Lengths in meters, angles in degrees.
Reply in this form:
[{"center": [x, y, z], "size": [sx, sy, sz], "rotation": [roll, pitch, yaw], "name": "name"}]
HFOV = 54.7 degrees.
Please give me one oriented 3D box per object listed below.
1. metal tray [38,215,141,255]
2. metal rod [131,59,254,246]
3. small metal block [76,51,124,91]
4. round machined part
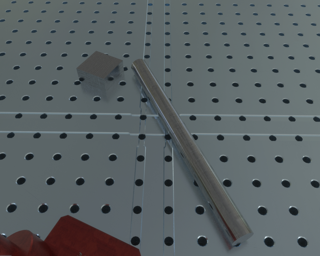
[{"center": [-0.084, 0.154, 0.274], "size": [0.090, 0.030, 0.130], "rotation": [20, 53, 15], "name": "metal tray"}, {"center": [0.025, 0.007, 0.402], "size": [0.025, 0.025, 0.300], "rotation": [-18, 52, -15], "name": "metal rod"}, {"center": [-0.092, -0.089, 0.482], "size": [0.050, 0.025, 0.050], "rotation": [23, 53, 17], "name": "small metal block"}, {"center": [-0.144, 0.126, 0.254], "size": [0.098, 0.042, 0.098], "rotation": [-32, 25, 17], "name": "round machined part"}]
